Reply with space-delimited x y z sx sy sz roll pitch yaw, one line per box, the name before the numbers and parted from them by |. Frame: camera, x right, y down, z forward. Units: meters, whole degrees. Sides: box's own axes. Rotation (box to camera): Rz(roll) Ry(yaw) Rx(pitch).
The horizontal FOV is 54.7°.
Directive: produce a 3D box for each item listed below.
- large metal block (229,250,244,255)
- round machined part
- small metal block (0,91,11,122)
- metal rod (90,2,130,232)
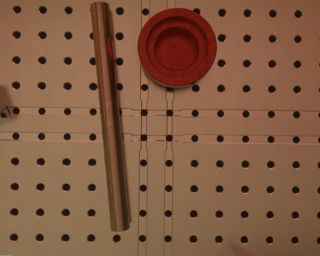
large metal block | 0.117 0.222 0.402 0.080 0.050 0.080 28 90 0
round machined part | 0.021 -0.101 0.405 0.099 0.042 0.097 0 90 0
small metal block | -0.237 -0.028 0.411 0.050 0.025 0.050 -21 90 0
metal rod | -0.066 -0.015 0.412 0.025 0.025 0.298 -5 90 0
